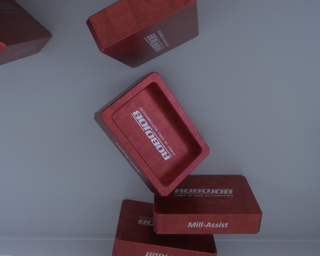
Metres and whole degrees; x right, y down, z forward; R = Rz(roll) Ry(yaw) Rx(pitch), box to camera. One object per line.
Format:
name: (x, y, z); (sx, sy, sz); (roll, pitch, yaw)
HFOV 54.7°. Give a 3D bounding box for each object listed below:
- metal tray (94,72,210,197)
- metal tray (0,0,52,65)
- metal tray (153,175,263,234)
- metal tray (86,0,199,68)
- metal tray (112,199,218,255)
metal tray: (-0.006, 0.008, 0.386); (0.090, 0.030, 0.130); (-42, 107, -21)
metal tray: (-0.174, -0.111, 0.313); (0.090, 0.130, 0.030); (42, 105, -14)
metal tray: (0.057, 0.099, 0.412); (0.131, 0.090, 0.030); (0, 113, 0)
metal tray: (-0.008, -0.101, 0.316); (0.090, 0.130, 0.030); (-25, 91, 9)
metal tray: (0.006, 0.146, 0.430); (0.131, 0.090, 0.030); (10, 110, -4)
